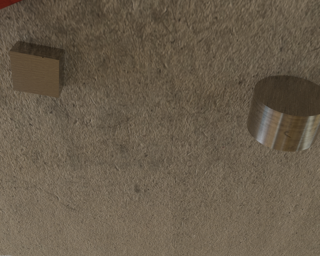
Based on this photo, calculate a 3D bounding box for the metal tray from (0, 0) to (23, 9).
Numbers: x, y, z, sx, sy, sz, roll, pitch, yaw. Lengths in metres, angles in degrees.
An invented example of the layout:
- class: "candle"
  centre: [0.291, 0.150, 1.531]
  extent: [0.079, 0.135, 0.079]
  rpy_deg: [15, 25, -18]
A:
- class: "metal tray"
  centre: [-0.160, -0.153, 0.272]
  extent: [0.130, 0.030, 0.090]
  rpy_deg: [-16, 129, 12]

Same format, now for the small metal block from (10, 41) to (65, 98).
- class: "small metal block"
  centre: [-0.137, -0.066, 0.350]
  extent: [0.050, 0.025, 0.050]
  rpy_deg: [9, 130, -8]

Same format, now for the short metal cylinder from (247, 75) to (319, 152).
- class: "short metal cylinder"
  centre: [0.145, -0.018, 0.357]
  extent: [0.080, 0.080, 0.050]
  rpy_deg: [0, 130, 0]
